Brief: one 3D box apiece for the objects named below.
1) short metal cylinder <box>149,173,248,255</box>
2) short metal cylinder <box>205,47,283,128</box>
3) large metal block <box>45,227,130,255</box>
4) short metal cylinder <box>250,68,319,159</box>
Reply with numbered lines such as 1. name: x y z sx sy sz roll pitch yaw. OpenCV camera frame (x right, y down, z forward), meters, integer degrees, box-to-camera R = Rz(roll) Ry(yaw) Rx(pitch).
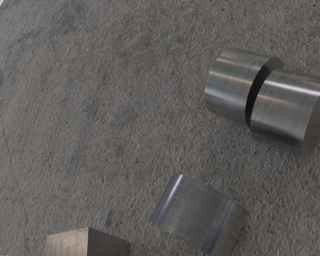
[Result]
1. short metal cylinder: 0.036 0.085 0.297 0.080 0.080 0.050 19 72 35
2. short metal cylinder: 0.095 -0.045 0.347 0.050 0.080 0.080 26 76 37
3. large metal block: -0.071 0.153 0.312 0.050 0.080 0.080 -18 55 18
4. short metal cylinder: 0.133 -0.015 0.308 0.050 0.080 0.080 23 74 36
